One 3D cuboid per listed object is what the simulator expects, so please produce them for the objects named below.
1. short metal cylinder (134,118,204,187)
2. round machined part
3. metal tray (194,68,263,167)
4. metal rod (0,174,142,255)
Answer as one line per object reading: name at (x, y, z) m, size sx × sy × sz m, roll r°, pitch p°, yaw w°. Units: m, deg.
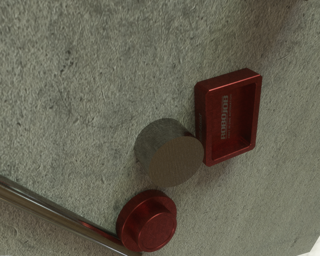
short metal cylinder at (0.012, 0.033, 0.419) m, size 0.081 × 0.050 × 0.079 m, roll -14°, pitch 125°, yaw -21°
round machined part at (-0.013, 0.147, 0.470) m, size 0.099 × 0.042 × 0.097 m, roll -15°, pitch 118°, yaw -30°
metal tray at (0.098, -0.013, 0.450) m, size 0.091 × 0.030 × 0.129 m, roll -19°, pitch 126°, yaw -18°
metal rod at (-0.121, 0.127, 0.420) m, size 0.025 × 0.025 × 0.300 m, roll -44°, pitch 130°, yaw 2°
